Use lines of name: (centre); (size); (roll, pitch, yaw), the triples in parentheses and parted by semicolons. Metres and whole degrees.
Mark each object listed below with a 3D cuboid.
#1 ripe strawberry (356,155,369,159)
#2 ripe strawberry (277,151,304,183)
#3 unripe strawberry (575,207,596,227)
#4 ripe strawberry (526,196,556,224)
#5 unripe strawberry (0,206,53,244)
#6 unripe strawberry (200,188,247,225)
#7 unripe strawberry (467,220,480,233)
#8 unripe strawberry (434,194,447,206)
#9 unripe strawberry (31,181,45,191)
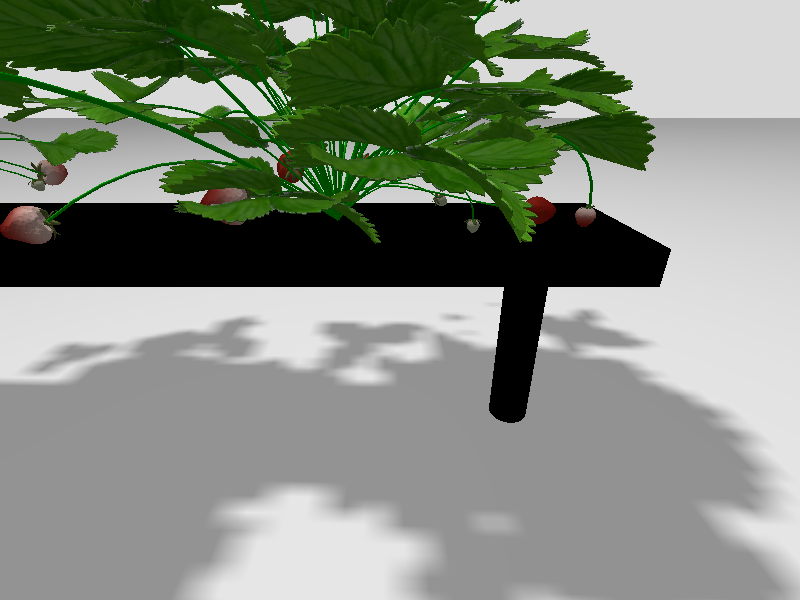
ripe strawberry: (-0.053, -0.193, 0.574); (0.030, 0.025, 0.030); (0, -21, 0)
ripe strawberry: (-0.140, -0.169, 0.510); (0.034, 0.039, 0.037); (-12, 26, -22)
unripe strawberry: (0.144, -0.064, 0.311); (0.015, 0.015, 0.014); (5, 27, 11)
ripe strawberry: (0.116, -0.075, 0.334); (0.027, 0.023, 0.027); (3, 26, 5)
unripe strawberry: (-0.264, -0.052, 0.283); (0.028, 0.027, 0.030); (-14, 29, -14)
unripe strawberry: (-0.143, -0.079, 0.328); (0.037, 0.037, 0.041); (-7, 27, -12)
unripe strawberry: (0.054, -0.055, 0.298); (0.010, 0.010, 0.009); (13, 29, 25)
unripe strawberry: (0.041, -0.099, 0.397); (0.013, 0.011, 0.013); (17, 14, -35)
unripe strawberry: (-0.420, -0.133, 0.466); (0.014, 0.013, 0.013); (16, 48, 30)
